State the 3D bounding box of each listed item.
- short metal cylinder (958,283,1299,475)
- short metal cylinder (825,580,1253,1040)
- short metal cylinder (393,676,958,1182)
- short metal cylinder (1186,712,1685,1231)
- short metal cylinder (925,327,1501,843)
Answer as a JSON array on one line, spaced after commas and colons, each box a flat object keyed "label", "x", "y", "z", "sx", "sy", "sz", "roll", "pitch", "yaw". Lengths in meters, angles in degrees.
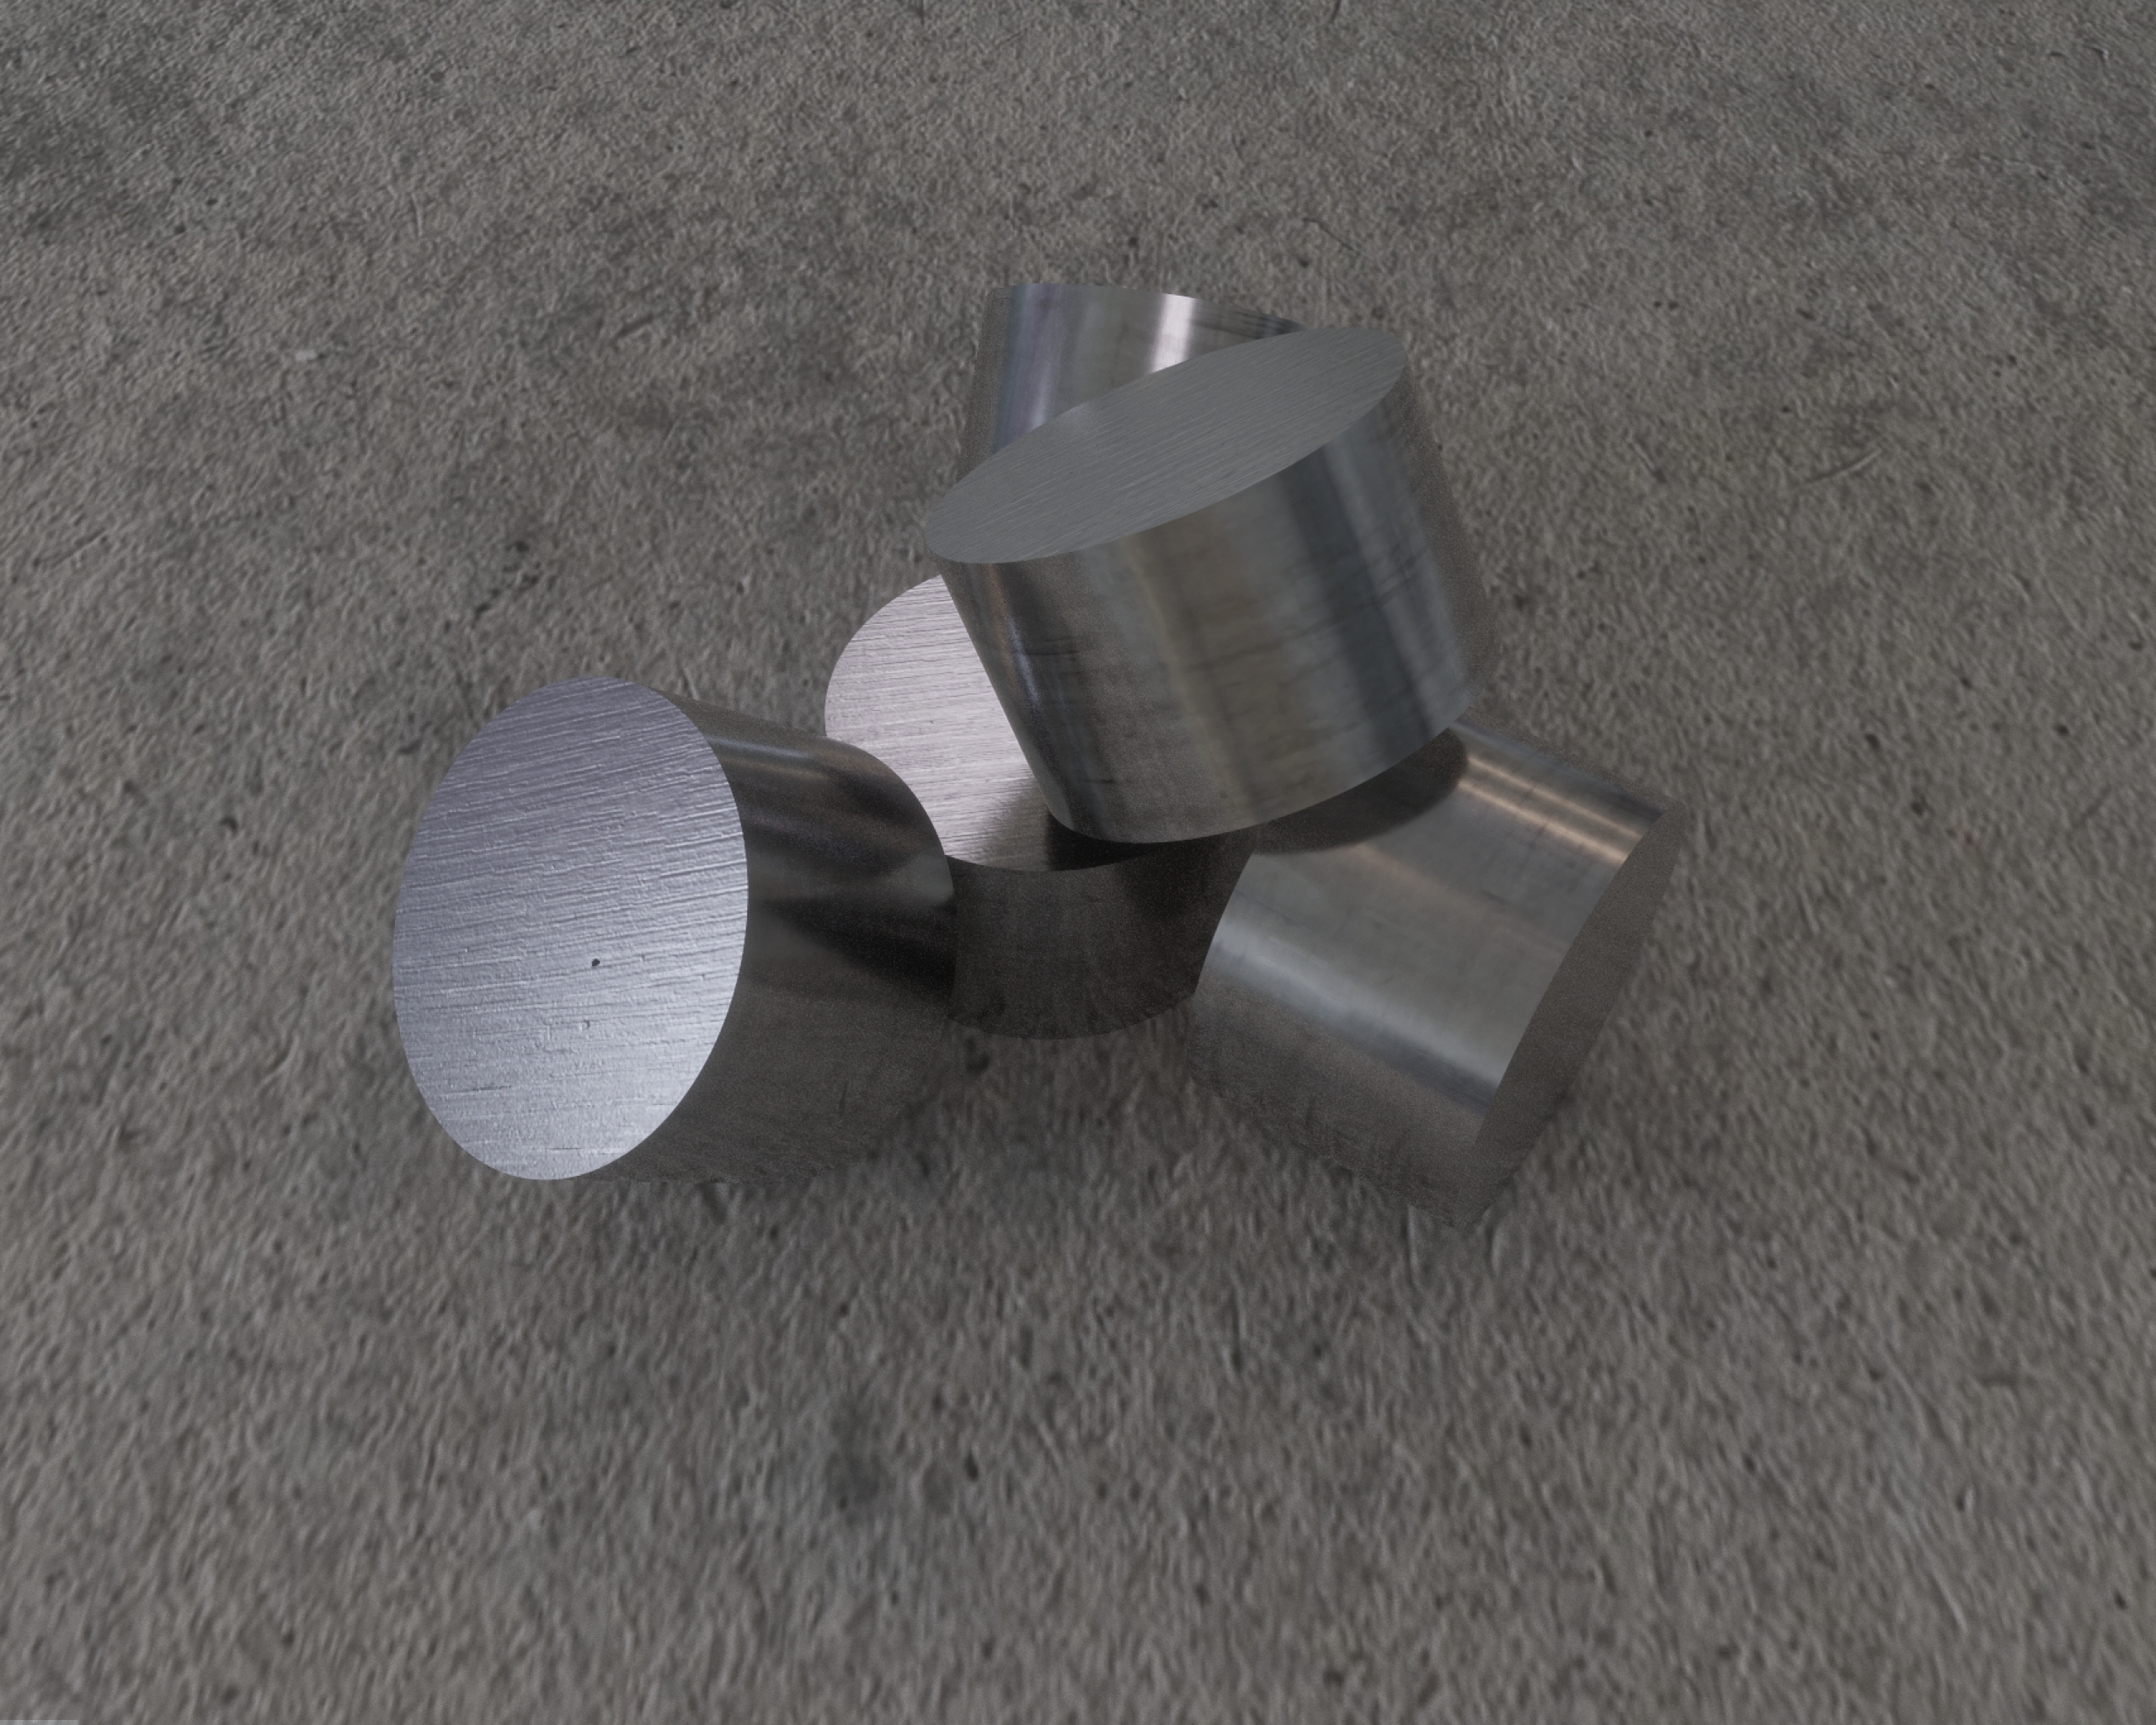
[{"label": "short metal cylinder", "x": 0.017, "y": -0.084, "z": 0.430, "sx": 0.080, "sy": 0.080, "sz": 0.050, "roll": 10, "pitch": 95, "yaw": 9}, {"label": "short metal cylinder", "x": -0.005, "y": -0.013, "z": 0.398, "sx": 0.080, "sy": 0.050, "sz": 0.080, "roll": 0, "pitch": 50, "yaw": 0}, {"label": "short metal cylinder", "x": -0.067, "y": 0.013, "z": 0.348, "sx": 0.080, "sy": 0.050, "sz": 0.080, "roll": -7, "pitch": 78, "yaw": 33}, {"label": "short metal cylinder", "x": 0.061, "y": 0.015, "z": 0.355, "sx": 0.050, "sy": 0.080, "sz": 0.080, "roll": 28, "pitch": 55, "yaw": 21}, {"label": "short metal cylinder", "x": 0.022, "y": -0.046, "z": 0.339, "sx": 0.080, "sy": 0.050, "sz": 0.080, "roll": -19, "pitch": 26, "yaw": 10}]
